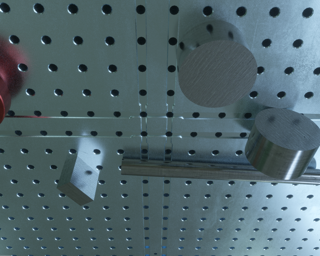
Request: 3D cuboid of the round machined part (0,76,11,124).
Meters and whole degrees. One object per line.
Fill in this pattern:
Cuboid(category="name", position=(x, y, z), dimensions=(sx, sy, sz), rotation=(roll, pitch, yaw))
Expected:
Cuboid(category="round machined part", position=(-0.225, -0.044, 0.361), dimensions=(0.099, 0.042, 0.097), rotation=(0, 130, 0))

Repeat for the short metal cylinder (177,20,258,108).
Cuboid(category="short metal cylinder", position=(0.059, -0.069, 0.337), dimensions=(0.081, 0.050, 0.079), rotation=(0, 130, 0))

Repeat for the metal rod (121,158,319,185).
Cuboid(category="metal rod", position=(0.094, 0.066, 0.468), dimensions=(0.302, 0.025, 0.025), rotation=(4, 130, -4))

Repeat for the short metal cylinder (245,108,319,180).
Cuboid(category="short metal cylinder", position=(0.154, 0.018, 0.392), dimensions=(0.081, 0.080, 0.050), rotation=(3, 130, -3))

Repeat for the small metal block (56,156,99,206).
Cuboid(category="small metal block", position=(-0.121, 0.079, 0.461), dimensions=(0.025, 0.050, 0.050), rotation=(-26, 126, 20))
